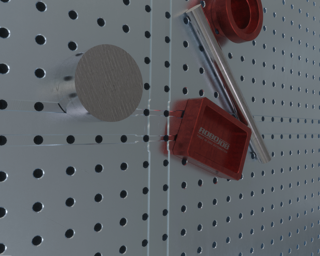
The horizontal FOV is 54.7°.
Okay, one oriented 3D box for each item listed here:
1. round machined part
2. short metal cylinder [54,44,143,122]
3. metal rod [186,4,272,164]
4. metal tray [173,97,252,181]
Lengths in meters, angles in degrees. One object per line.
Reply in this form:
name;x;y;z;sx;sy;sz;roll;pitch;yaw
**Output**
round machined part;0.121;-0.186;0.499;0.099;0.042;0.097;0;90;-40
short metal cylinder;-0.066;-0.046;0.338;0.081;0.050;0.079;0;90;-40
metal rod;0.121;-0.058;0.510;0.025;0.025;0.299;-47;118;-30
metal tray;0.086;0.020;0.478;0.131;0.030;0.090;28;72;-37
